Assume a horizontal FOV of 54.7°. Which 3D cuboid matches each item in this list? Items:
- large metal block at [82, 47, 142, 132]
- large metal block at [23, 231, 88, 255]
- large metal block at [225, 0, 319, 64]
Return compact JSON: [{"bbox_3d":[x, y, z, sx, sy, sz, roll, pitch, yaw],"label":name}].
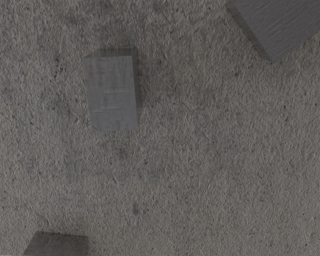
[{"bbox_3d":[-0.051,-0.048,0.362,0.050,0.080,0.079,-3,110,1],"label":"large metal block"},{"bbox_3d":[-0.157,0.210,0.472,0.081,0.050,0.079,7,110,-3],"label":"large metal block"},{"bbox_3d":[0.133,-0.133,0.348,0.080,0.050,0.080,-37,106,12],"label":"large metal block"}]
